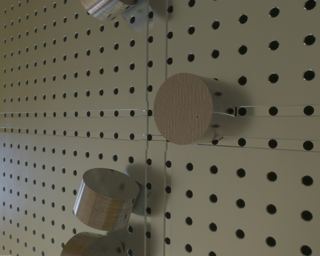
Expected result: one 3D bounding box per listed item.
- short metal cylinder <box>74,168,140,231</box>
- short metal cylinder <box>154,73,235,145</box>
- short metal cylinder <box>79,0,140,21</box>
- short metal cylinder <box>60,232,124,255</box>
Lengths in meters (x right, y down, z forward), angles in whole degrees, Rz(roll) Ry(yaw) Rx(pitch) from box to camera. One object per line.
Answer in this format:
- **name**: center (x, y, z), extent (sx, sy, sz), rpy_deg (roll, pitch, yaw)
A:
- **short metal cylinder**: center (-0.075, 0.098, 0.436), extent (0.080, 0.081, 0.050), rpy_deg (31, 110, 35)
- **short metal cylinder**: center (0.039, -0.021, 0.361), extent (0.080, 0.050, 0.079), rpy_deg (0, 90, 40)
- **short metal cylinder**: center (-0.073, -0.199, 0.434), extent (0.050, 0.081, 0.080), rpy_deg (-17, 79, 39)
- **short metal cylinder**: center (-0.099, 0.197, 0.456), extent (0.050, 0.081, 0.080), rpy_deg (-8, 85, 40)
